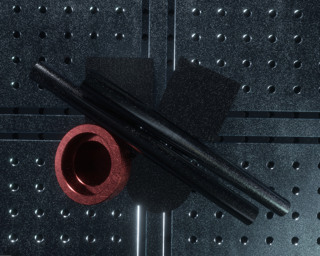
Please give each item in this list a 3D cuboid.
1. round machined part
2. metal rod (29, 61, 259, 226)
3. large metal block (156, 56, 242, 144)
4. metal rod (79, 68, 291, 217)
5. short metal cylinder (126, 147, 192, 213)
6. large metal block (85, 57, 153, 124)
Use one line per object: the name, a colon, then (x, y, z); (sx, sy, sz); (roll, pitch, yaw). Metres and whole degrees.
round machined part: (-0.079, 0.044, 0.389); (0.098, 0.042, 0.097); (-1, 86, 23)
metal rod: (-0.017, 0.018, 0.358); (0.301, 0.025, 0.025); (34, 90, -1)
large metal block: (0.045, -0.034, 0.396); (0.080, 0.050, 0.080); (24, 90, 0)
metal rod: (0.042, 0.026, 0.373); (0.301, 0.025, 0.025); (33, 90, -15)
short metal cylinder: (-0.001, 0.062, 0.396); (0.081, 0.050, 0.079); (0, 90, 0)
large metal block: (-0.049, -0.045, 0.393); (0.081, 0.050, 0.079); (1, 90, 0)
